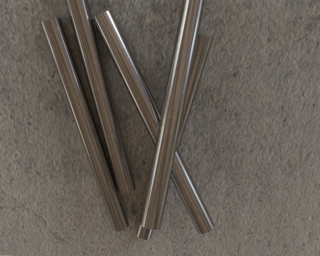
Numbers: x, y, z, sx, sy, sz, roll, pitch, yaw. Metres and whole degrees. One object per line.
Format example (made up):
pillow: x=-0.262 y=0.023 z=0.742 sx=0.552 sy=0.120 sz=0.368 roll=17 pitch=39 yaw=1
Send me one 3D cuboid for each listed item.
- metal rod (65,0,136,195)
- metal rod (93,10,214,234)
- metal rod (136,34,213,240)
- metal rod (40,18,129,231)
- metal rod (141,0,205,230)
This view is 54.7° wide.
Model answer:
metal rod: x=-0.075 y=-0.049 z=0.390 sx=0.025 sy=0.025 sz=0.298 roll=-11 pitch=110 yaw=3
metal rod: x=-0.003 y=0.001 z=0.387 sx=0.025 sy=0.025 sz=0.299 roll=-24 pitch=100 yaw=8
metal rod: x=0.014 y=0.025 z=0.419 sx=0.025 sy=0.025 sz=0.298 roll=14 pitch=109 yaw=-6
metal rod: x=-0.093 y=0.010 z=0.412 sx=0.025 sy=0.025 sz=0.298 roll=-13 pitch=110 yaw=4
metal rod: x=0.017 y=-0.029 z=0.360 sx=0.025 sy=0.025 sz=0.298 roll=10 pitch=95 yaw=-4
